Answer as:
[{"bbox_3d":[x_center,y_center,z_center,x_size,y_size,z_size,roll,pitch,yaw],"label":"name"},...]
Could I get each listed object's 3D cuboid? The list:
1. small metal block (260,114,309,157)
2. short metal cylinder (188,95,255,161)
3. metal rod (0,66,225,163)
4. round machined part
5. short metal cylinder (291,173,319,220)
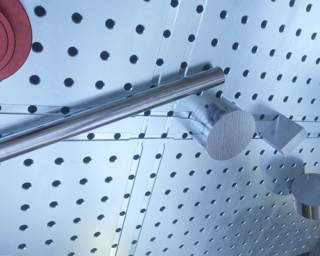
[{"bbox_3d":[0.205,0.012,0.514,0.050,0.050,0.025,-45,129,3],"label":"small metal block"},{"bbox_3d":[0.087,0.000,0.442,0.081,0.050,0.079,-14,124,-21],"label":"short metal cylinder"},{"bbox_3d":[-0.057,-0.019,0.368,0.302,0.025,0.025,-21,126,-16],"label":"metal rod"},{"bbox_3d":[-0.161,-0.081,0.262,0.099,0.042,0.097,-14,124,-21],"label":"round machined part"},{"bbox_3d":[0.313,0.139,0.633,0.080,0.080,0.050,-31,129,-8],"label":"short metal cylinder"}]
